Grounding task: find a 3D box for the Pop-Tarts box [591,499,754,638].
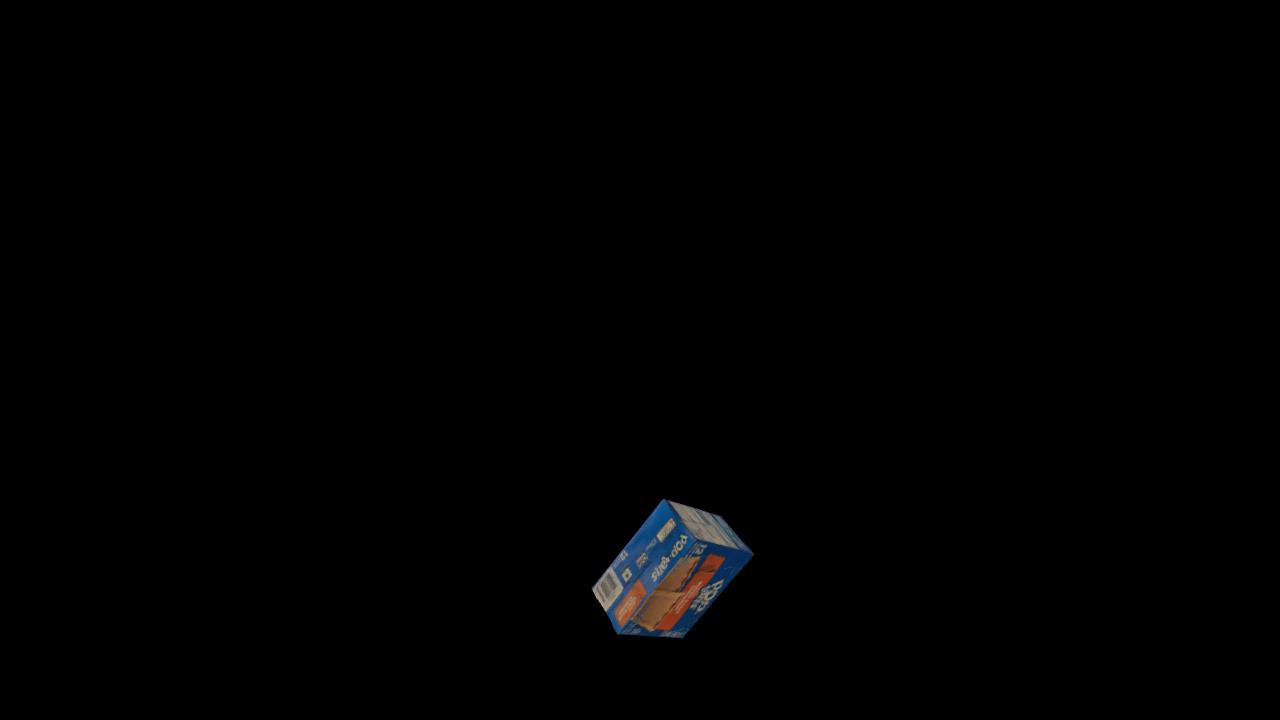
[{"bbox_3d":[0.046,0.289,0.841,0.141,0.167,0.083,28,14,-43],"label":"Pop-Tarts box"}]
